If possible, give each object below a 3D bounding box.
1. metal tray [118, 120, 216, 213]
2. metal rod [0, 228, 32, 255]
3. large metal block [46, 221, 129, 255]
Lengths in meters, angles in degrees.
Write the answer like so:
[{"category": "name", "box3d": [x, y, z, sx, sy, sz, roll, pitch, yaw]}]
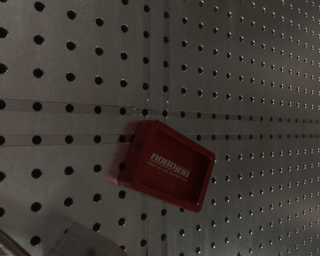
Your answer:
[{"category": "metal tray", "box3d": [0.016, 0.054, 0.421, 0.131, 0.030, 0.090, 30, 71, -36]}, {"category": "metal rod", "box3d": [-0.085, 0.152, 0.270, 0.300, 0.025, 0.025, 44, 61, -7]}, {"category": "large metal block", "box3d": [-0.062, 0.150, 0.323, 0.050, 0.080, 0.080, -52, 121, -27]}]
